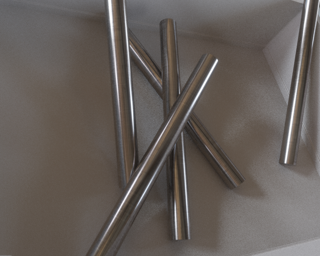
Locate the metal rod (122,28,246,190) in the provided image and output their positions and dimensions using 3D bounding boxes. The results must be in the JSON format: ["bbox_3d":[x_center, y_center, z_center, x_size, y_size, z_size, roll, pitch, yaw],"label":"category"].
[{"bbox_3d":[0.017,-0.043,0.440,0.025,0.025,0.299,-29,78,-37],"label":"metal rod"}]

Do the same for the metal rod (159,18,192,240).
[{"bbox_3d":[0.017,-0.014,0.399,0.025,0.025,0.299,8,65,-24],"label":"metal rod"}]

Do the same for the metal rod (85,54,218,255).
[{"bbox_3d":[0.000,0.025,0.348,0.025,0.025,0.300,34,62,-7],"label":"metal rod"}]

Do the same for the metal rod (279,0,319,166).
[{"bbox_3d":[0.229,-0.087,0.504,0.025,0.025,0.299,16,80,-20],"label":"metal rod"}]

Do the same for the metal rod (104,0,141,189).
[{"bbox_3d":[-0.046,-0.083,0.354,0.025,0.025,0.298,-4,88,-30],"label":"metal rod"}]
